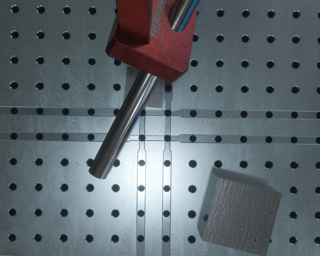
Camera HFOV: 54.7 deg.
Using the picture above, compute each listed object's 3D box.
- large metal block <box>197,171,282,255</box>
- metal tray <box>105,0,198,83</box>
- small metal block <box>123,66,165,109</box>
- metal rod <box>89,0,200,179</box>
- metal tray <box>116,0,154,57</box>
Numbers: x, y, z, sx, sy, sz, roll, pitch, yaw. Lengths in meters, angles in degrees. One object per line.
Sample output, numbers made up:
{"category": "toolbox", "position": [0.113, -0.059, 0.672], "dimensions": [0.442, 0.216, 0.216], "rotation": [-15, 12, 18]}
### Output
{"category": "large metal block", "position": [0.100, 0.109, 0.402], "dimensions": [0.080, 0.050, 0.080], "rotation": [15, 90, -1]}
{"category": "metal tray", "position": [-0.004, -0.129, 0.371], "dimensions": [0.091, 0.030, 0.130], "rotation": [20, 64, -20]}
{"category": "small metal block", "position": [-0.020, -0.053, 0.413], "dimensions": [0.050, 0.025, 0.050], "rotation": [6, 90, -1]}
{"category": "metal rod", "position": [-0.011, -0.069, 0.380], "dimensions": [0.025, 0.025, 0.298], "rotation": [29, 100, -1]}
{"category": "metal tray", "position": [-0.023, -0.157, 0.352], "dimensions": [0.030, 0.090, 0.130], "rotation": [3, 59, 2]}
